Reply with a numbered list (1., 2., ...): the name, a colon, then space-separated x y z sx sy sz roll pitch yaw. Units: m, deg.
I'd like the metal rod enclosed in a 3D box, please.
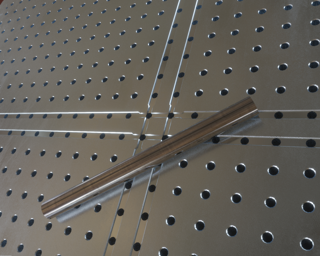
1. metal rod: -0.020 0.042 0.391 0.301 0.025 0.025 -28 53 10
